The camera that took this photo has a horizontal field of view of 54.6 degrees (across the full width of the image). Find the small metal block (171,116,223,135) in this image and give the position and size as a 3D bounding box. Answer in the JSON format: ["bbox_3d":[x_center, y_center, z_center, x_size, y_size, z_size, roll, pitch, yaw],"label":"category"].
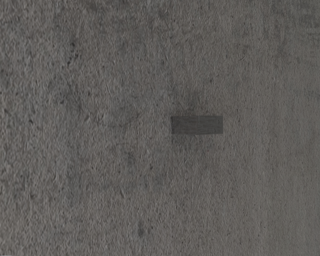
[{"bbox_3d":[0.052,-0.004,0.430,0.050,0.050,0.025,-2,91,-40],"label":"small metal block"}]
